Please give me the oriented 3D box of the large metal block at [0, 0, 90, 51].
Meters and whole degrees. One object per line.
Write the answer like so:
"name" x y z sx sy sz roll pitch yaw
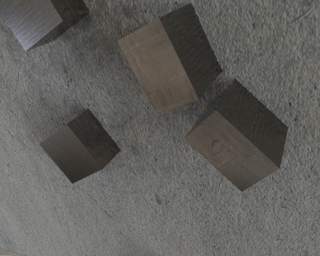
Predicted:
"large metal block" -0.147 -0.152 0.374 0.080 0.050 0.080 -20 108 35

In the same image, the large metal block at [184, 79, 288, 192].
"large metal block" 0.084 0.005 0.330 0.080 0.080 0.050 42 129 -1

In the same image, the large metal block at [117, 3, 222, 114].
"large metal block" 0.015 -0.073 0.318 0.050 0.080 0.080 -17 110 35

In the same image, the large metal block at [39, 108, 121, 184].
"large metal block" -0.122 0.029 0.473 0.080 0.050 0.080 -28 103 37
